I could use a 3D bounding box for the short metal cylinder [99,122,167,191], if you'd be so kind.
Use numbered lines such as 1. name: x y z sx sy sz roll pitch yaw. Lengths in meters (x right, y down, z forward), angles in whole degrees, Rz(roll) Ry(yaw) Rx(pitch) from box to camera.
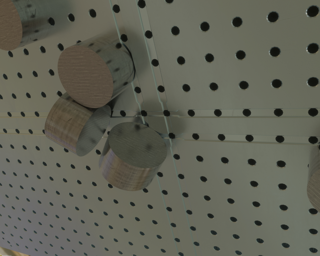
1. short metal cylinder: -0.037 0.038 0.418 0.080 0.080 0.050 33 129 7

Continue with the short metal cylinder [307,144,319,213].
1. short metal cylinder: 0.199 0.054 0.323 0.080 0.050 0.079 13 124 21

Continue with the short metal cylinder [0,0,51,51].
1. short metal cylinder: -0.193 -0.148 0.405 0.080 0.050 0.079 13 124 21

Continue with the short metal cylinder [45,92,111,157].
1. short metal cylinder: -0.112 -0.007 0.430 0.050 0.080 0.079 28 128 11

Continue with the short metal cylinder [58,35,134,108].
1. short metal cylinder: -0.080 -0.072 0.393 0.080 0.050 0.079 13 124 21
